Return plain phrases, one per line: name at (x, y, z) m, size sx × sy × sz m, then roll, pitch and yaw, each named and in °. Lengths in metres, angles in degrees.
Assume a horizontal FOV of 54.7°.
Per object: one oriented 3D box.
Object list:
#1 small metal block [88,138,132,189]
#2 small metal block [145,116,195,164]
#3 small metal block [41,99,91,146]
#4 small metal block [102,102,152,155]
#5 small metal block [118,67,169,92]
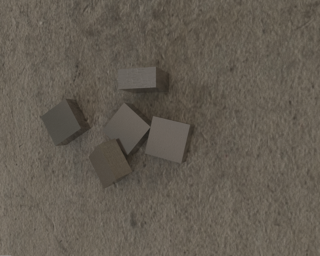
small metal block at (-0.068, 0.049, 0.418) m, size 0.050 × 0.025 × 0.050 m, roll 61°, pitch 145°, yaw 9°
small metal block at (0.013, 0.014, 0.404) m, size 0.050 × 0.025 × 0.050 m, roll 14°, pitch 95°, yaw 18°
small metal block at (-0.139, -0.008, 0.456) m, size 0.050 × 0.025 × 0.050 m, roll -33°, pitch 80°, yaw 16°
small metal block at (-0.041, 0.001, 0.422) m, size 0.050 × 0.025 × 0.050 m, roll 43°, pitch 103°, yaw 15°
small metal block at (-0.020, -0.061, 0.402) m, size 0.050 × 0.050 × 0.025 m, roll 0°, pitch 90°, yaw 19°
